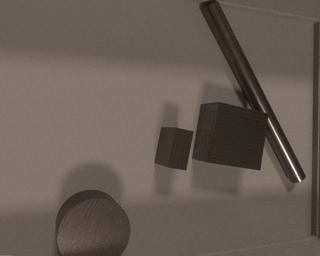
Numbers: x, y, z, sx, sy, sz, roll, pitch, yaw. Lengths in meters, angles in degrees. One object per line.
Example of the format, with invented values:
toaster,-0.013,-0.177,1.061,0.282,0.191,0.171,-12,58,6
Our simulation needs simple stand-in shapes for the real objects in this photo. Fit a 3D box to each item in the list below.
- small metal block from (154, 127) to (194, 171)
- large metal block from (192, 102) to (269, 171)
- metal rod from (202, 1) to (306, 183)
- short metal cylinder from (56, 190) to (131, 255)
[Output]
small metal block,0.017,0.026,0.405,0.025,0.050,0.050,12,86,-20
large metal block,0.098,0.012,0.435,0.081,0.050,0.080,11,86,-20
metal rod,0.145,-0.046,0.465,0.025,0.025,0.299,-34,101,-17
short metal cylinder,-0.081,0.118,0.368,0.081,0.050,0.079,0,90,-21
